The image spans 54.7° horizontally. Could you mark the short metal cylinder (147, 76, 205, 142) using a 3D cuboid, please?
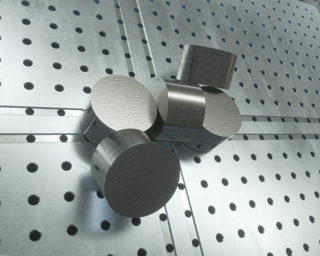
[{"bbox_3d":[0.014,-0.023,0.396,0.050,0.080,0.080,5,60,-26],"label":"short metal cylinder"}]

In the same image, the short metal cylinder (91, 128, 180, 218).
[{"bbox_3d":[-0.026,0.046,0.325,0.081,0.050,0.079,-9,110,-25],"label":"short metal cylinder"}]

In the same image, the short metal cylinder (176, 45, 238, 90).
[{"bbox_3d":[0.068,-0.089,0.457,0.081,0.080,0.050,8,100,-24],"label":"short metal cylinder"}]

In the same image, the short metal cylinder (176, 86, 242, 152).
[{"bbox_3d":[0.067,-0.012,0.436,0.081,0.050,0.080,14,56,-21],"label":"short metal cylinder"}]

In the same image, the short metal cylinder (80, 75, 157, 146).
[{"bbox_3d":[-0.051,-0.017,0.376,0.081,0.050,0.080,14,56,-21],"label":"short metal cylinder"}]
